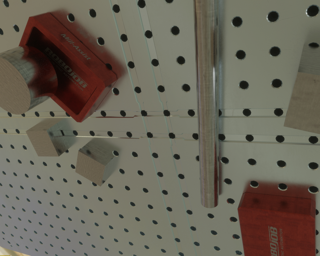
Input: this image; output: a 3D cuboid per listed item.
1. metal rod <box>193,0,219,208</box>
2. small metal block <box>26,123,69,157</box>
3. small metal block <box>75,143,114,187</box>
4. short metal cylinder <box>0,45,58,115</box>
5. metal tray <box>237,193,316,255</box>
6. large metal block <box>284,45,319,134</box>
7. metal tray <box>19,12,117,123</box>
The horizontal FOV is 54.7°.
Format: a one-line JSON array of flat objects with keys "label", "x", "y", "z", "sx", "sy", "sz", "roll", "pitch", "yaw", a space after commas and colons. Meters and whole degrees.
[{"label": "metal rod", "x": 0.057, "y": -0.025, "z": 0.365, "sx": 0.025, "sy": 0.025, "sz": 0.298, "roll": 8, "pitch": 122, "yaw": 24}, {"label": "small metal block", "x": -0.191, "y": 0.021, "z": 0.525, "sx": 0.050, "sy": 0.025, "sz": 0.050, "roll": -3, "pitch": 117, "yaw": 29}, {"label": "small metal block", "x": -0.107, "y": 0.060, "z": 0.505, "sx": 0.050, "sy": 0.025, "sz": 0.050, "roll": 27, "pitch": 128, "yaw": 11}, {"label": "short metal cylinder", "x": -0.186, "y": -0.065, "z": 0.414, "sx": 0.080, "sy": 0.050, "sz": 0.079, "roll": 13, "pitch": 124, "yaw": 21}, {"label": "metal tray", "x": 0.160, "y": 0.151, "z": 0.417, "sx": 0.090, "sy": 0.030, "sz": 0.129, "roll": 0, "pitch": 119, "yaw": 28}, {"label": "large metal block", "x": 0.160, "y": -0.032, "z": 0.271, "sx": 0.080, "sy": 0.080, "sz": 0.050, "roll": 14, "pitch": 124, "yaw": 20}, {"label": "metal tray", "x": -0.133, "y": -0.080, "z": 0.428, "sx": 0.130, "sy": 0.030, "sz": 0.090, "roll": 43, "pitch": 129, "yaw": -2}]
